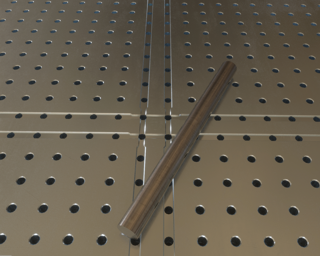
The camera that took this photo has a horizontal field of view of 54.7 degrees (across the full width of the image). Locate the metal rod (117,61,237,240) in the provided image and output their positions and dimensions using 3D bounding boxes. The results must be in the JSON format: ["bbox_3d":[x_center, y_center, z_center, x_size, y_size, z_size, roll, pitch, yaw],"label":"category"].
[{"bbox_3d":[0.038,0.006,0.402,0.025,0.025,0.301,23,53,17],"label":"metal rod"}]
